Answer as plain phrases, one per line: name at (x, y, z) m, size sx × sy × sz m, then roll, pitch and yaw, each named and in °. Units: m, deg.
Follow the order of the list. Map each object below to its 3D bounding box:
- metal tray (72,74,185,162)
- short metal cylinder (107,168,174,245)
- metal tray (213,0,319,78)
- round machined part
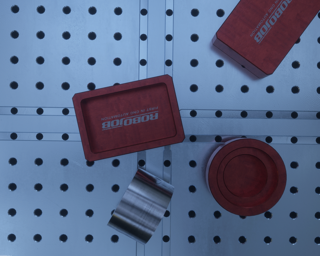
metal tray at (-0.040, -0.013, 0.410) m, size 0.131 × 0.030 × 0.089 m, roll -12°, pitch 90°, yaw -1°
short metal cylinder at (-0.024, 0.096, 0.386) m, size 0.050 × 0.080 × 0.080 m, roll 29°, pitch 90°, yaw -1°
metal tray at (0.144, -0.144, 0.413) m, size 0.090 × 0.030 × 0.130 m, roll 36°, pitch 90°, yaw -1°
round machined part at (0.109, 0.062, 0.406) m, size 0.099 × 0.042 × 0.097 m, roll 0°, pitch 90°, yaw -1°
